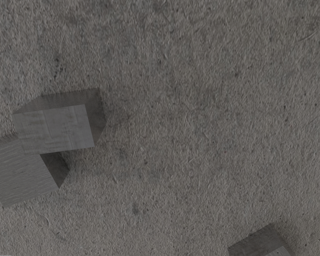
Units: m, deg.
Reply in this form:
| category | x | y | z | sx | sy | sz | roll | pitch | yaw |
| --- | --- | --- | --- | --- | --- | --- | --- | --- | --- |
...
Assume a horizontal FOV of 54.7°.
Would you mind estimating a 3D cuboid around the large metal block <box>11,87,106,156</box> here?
| category | x | y | z | sx | sy | sz | roll | pitch | yaw |
| --- | --- | --- | --- | --- | --- | --- | --- | --- | --- |
| large metal block | -0.116 | -0.011 | 0.375 | 0.080 | 0.080 | 0.050 | -8 | 110 | 3 |

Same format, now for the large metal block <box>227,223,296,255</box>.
| category | x | y | z | sx | sy | sz | roll | pitch | yaw |
| --- | --- | --- | --- | --- | --- | --- | --- | --- | --- |
| large metal block | 0.164 | 0.208 | 0.474 | 0.080 | 0.050 | 0.080 | -36 | 107 | 12 |

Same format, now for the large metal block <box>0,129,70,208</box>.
| category | x | y | z | sx | sy | sz | roll | pitch | yaw |
| --- | --- | --- | --- | --- | --- | --- | --- | --- | --- |
| large metal block | -0.181 | 0.048 | 0.412 | 0.080 | 0.050 | 0.080 | -19 | 109 | 7 |
